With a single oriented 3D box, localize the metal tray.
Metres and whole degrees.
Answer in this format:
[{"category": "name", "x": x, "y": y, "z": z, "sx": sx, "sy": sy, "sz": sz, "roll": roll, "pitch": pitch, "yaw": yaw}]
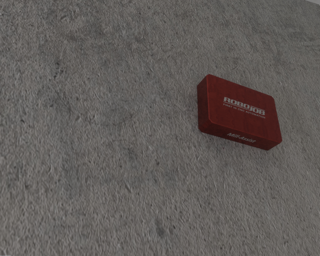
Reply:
[{"category": "metal tray", "x": 0.122, "y": -0.024, "z": 0.480, "sx": 0.131, "sy": 0.030, "sz": 0.090, "roll": 15, "pitch": 56, "yaw": -20}]
